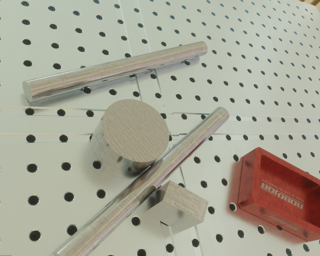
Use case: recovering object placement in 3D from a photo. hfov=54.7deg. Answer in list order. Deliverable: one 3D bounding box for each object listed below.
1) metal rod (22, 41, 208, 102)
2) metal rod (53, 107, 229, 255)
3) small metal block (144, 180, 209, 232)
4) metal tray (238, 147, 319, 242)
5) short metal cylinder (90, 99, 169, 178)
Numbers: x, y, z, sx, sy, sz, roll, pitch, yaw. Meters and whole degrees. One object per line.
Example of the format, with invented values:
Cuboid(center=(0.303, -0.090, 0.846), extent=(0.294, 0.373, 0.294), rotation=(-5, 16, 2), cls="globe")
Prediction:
Cuboid(center=(-0.039, -0.089, 0.442), extent=(0.302, 0.025, 0.025), rotation=(-23, 75, -37), cls="metal rod")
Cuboid(center=(0.002, 0.051, 0.379), extent=(0.025, 0.025, 0.302), rotation=(48, 51, 5), cls="metal rod")
Cuboid(center=(0.018, 0.089, 0.349), extent=(0.050, 0.050, 0.025), rotation=(30, 52, -9), cls="small metal block")
Cuboid(center=(0.179, 0.095, 0.445), extent=(0.131, 0.030, 0.090), rotation=(27, 52, -12), cls="metal tray")
Cuboid(center=(-0.036, 0.013, 0.366), extent=(0.081, 0.050, 0.080), rotation=(14, 56, -21), cls="short metal cylinder")
